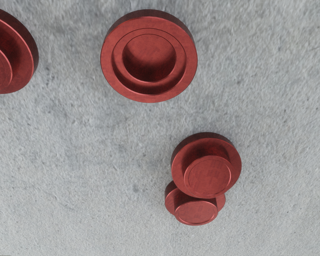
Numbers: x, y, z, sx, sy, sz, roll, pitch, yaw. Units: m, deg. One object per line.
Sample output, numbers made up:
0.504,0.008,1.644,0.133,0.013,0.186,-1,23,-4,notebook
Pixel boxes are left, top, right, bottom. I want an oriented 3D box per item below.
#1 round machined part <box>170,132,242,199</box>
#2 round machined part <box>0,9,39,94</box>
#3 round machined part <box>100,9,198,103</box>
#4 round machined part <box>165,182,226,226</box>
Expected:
0.065,0.058,0.430,0.099,0.042,0.097,-1,114,-2,round machined part
-0.186,-0.076,0.329,0.099,0.042,0.097,-1,130,0,round machined part
-0.011,-0.078,0.330,0.099,0.042,0.097,-1,130,0,round machined part
0.057,0.122,0.501,0.099,0.042,0.097,-1,130,0,round machined part
